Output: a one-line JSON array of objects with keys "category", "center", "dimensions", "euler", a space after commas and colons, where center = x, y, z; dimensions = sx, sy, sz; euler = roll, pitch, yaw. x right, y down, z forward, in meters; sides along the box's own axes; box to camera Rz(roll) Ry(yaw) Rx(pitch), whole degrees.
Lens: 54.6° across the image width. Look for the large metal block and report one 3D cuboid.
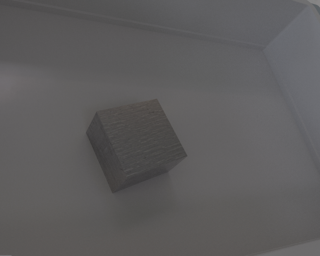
[{"category": "large metal block", "center": [-0.028, 0.019, 0.362], "dimensions": [0.081, 0.050, 0.080], "euler": [-16, 70, -34]}]
